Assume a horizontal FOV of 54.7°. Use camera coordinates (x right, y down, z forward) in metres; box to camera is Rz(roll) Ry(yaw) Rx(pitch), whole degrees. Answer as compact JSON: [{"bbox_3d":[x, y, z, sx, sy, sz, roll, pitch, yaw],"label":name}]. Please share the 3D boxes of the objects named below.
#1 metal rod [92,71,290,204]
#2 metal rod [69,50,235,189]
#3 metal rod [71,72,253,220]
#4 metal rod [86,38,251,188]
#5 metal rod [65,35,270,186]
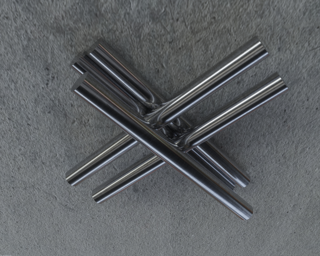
[{"bbox_3d":[0.021,0.025,0.397,0.299,0.025,0.025,-34,123,25],"label":"metal rod"},{"bbox_3d":[0.008,0.008,0.415,0.025,0.025,0.301,-34,123,25],"label":"metal rod"},{"bbox_3d":[0.022,0.038,0.376,0.025,0.025,0.301,-35,122,26],"label":"metal rod"},{"bbox_3d":[0.029,-0.003,0.406,0.025,0.025,0.301,-34,123,25],"label":"metal rod"},{"bbox_3d":[-0.010,-0.006,0.371,0.299,0.025,0.025,-34,123,25],"label":"metal rod"}]
